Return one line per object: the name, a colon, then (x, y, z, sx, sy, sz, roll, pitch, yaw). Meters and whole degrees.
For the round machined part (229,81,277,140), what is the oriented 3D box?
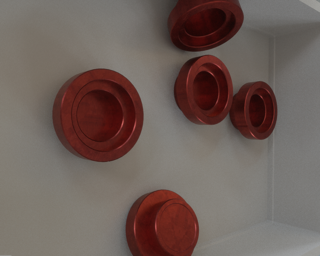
round machined part: (0.156, -0.029, 0.529, 0.099, 0.042, 0.097, 0, 90, -40)

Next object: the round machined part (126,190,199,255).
round machined part: (0.010, 0.126, 0.387, 0.099, 0.042, 0.098, 17, 61, -33)

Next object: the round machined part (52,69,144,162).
round machined part: (-0.070, -0.013, 0.339, 0.099, 0.042, 0.097, 0, 90, -40)

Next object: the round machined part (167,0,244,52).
round machined part: (0.058, -0.149, 0.416, 0.099, 0.098, 0.042, 7, 62, -40)

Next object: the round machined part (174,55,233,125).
round machined part: (0.059, -0.053, 0.447, 0.099, 0.042, 0.097, 0, 90, -40)
